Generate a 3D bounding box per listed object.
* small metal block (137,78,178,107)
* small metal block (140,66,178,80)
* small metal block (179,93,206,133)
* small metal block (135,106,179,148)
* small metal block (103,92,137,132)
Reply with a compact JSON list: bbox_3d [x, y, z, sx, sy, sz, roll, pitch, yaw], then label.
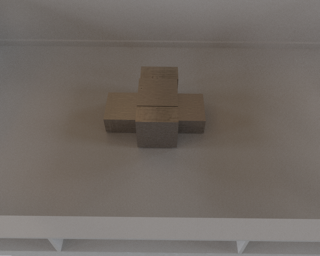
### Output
[{"bbox_3d":[-0.003,-0.038,0.401,0.050,0.025,0.050,1,50,0],"label":"small metal block"},{"bbox_3d":[-0.001,-0.059,0.435,0.050,0.050,0.025,1,50,0],"label":"small metal block"},{"bbox_3d":[0.034,-0.020,0.420,0.050,0.025,0.050,1,50,0],"label":"small metal block"},{"bbox_3d":[-0.003,-0.001,0.385,0.050,0.050,0.025,1,50,0],"label":"small metal block"},{"bbox_3d":[-0.047,-0.022,0.420,0.050,0.025,0.050,1,50,0],"label":"small metal block"}]
